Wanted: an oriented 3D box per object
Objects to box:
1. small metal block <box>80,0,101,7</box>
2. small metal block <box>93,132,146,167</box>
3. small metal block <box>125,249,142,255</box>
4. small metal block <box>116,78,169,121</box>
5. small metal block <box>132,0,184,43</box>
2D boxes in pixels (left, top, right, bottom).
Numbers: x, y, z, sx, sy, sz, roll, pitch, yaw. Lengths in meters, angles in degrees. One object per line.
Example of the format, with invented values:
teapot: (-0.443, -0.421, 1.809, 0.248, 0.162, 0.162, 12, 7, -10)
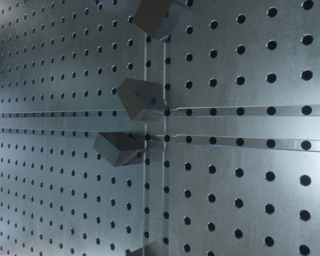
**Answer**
small metal block: (-0.110, -0.225, 0.482, 0.050, 0.050, 0.025, -45, 63, 30)
small metal block: (-0.057, 0.029, 0.438, 0.050, 0.050, 0.025, 36, 112, 34)
small metal block: (-0.037, 0.212, 0.438, 0.050, 0.025, 0.050, 46, 117, 30)
small metal block: (-0.023, -0.037, 0.410, 0.025, 0.050, 0.050, -42, 65, 32)
small metal block: (-0.004, -0.150, 0.411, 0.050, 0.025, 0.050, 45, 117, 30)
